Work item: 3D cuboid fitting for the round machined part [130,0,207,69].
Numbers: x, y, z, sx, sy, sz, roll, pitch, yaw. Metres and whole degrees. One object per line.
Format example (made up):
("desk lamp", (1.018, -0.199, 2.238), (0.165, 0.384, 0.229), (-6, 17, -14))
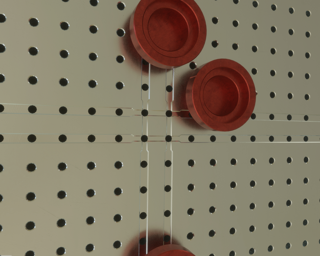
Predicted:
("round machined part", (0.008, -0.126, 0.406), (0.099, 0.042, 0.097), (0, 90, -20))

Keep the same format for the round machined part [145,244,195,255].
("round machined part", (0.008, 0.201, 0.407), (0.099, 0.042, 0.097), (0, 90, -20))

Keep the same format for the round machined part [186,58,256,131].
("round machined part", (0.080, -0.044, 0.433), (0.099, 0.042, 0.097), (0, 90, -20))
